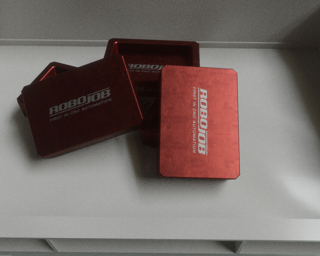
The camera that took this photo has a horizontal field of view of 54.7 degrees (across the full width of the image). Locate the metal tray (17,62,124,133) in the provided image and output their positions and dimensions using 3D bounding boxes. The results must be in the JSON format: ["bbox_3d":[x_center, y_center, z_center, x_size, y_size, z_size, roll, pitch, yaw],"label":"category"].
[{"bbox_3d":[-0.115,-0.042,0.432,0.131,0.030,0.090,15,52,12],"label":"metal tray"}]

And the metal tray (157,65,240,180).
[{"bbox_3d":[0.044,-0.006,0.363,0.091,0.030,0.129,3,78,-6],"label":"metal tray"}]

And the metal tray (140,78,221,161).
[{"bbox_3d":[0.038,-0.024,0.420,0.090,0.030,0.130,15,51,12],"label":"metal tray"}]

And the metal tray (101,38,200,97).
[{"bbox_3d":[-0.011,-0.085,0.431,0.131,0.030,0.090,3,50,2],"label":"metal tray"}]

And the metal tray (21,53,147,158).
[{"bbox_3d":[-0.092,-0.025,0.376,0.131,0.030,0.090,-19,81,4],"label":"metal tray"}]
